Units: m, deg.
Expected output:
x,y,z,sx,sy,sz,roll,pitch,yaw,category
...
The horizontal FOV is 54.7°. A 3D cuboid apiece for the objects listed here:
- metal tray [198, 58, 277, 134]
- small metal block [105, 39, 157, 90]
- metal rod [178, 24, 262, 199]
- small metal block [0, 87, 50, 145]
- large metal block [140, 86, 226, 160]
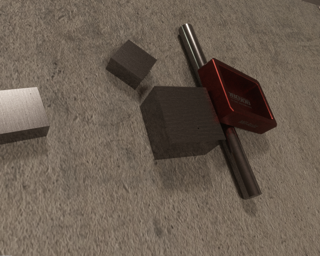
x,y,z,sx,sy,sz,roll,pitch,yaw,category
0.120,-0.045,0.469,0.131,0.030,0.090,13,54,-42,metal tray
-0.040,-0.090,0.439,0.050,0.025,0.050,35,51,-5,small metal block
0.084,-0.039,0.475,0.025,0.025,0.299,-3,63,-30,metal rod
-0.152,-0.014,0.331,0.050,0.025,0.050,-12,68,-33,small metal block
0.028,-0.007,0.409,0.081,0.050,0.080,-3,63,-30,large metal block
